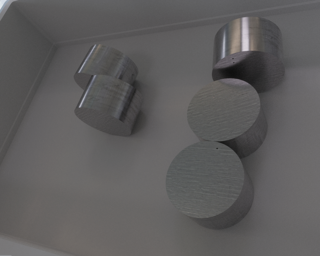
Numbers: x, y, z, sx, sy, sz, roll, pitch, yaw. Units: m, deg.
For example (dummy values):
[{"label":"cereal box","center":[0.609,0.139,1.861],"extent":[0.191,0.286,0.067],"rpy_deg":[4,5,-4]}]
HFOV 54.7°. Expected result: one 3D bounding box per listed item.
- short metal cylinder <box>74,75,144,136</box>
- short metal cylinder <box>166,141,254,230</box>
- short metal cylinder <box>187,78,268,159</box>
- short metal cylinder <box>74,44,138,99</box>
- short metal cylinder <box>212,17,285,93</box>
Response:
[{"label":"short metal cylinder","center":[-0.069,-0.029,0.424],"extent":[0.080,0.080,0.050],"rpy_deg":[6,65,31]},{"label":"short metal cylinder","center":[0.053,0.060,0.325],"extent":[0.080,0.050,0.080],"rpy_deg":[-13,56,21]},{"label":"short metal cylinder","center":[0.078,-0.010,0.355],"extent":[0.080,0.050,0.080],"rpy_deg":[-13,56,21]},{"label":"short metal cylinder","center":[-0.079,-0.078,0.460],"extent":[0.080,0.080,0.050],"rpy_deg":[11,67,32]},{"label":"short metal cylinder","center":[0.103,-0.083,0.367],"extent":[0.080,0.080,0.050],"rpy_deg":[-6,59,25]}]
